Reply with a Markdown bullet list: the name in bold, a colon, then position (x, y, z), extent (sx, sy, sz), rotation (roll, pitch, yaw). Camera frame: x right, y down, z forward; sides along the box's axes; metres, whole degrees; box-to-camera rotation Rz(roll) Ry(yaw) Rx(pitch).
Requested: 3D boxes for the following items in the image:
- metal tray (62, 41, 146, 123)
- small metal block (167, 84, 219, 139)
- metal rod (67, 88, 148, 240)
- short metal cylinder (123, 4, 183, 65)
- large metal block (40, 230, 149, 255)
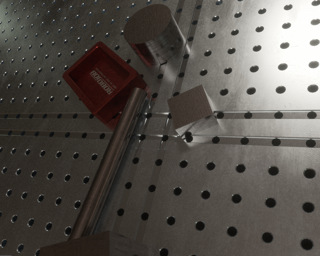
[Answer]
- **metal tray**: position (-0.093, -0.078, 0.499), extent (0.090, 0.030, 0.130), rotation (-44, 51, -3)
- **small metal block**: position (0.042, -0.021, 0.399), extent (0.050, 0.025, 0.050), rotation (-23, 53, 13)
- **metal rod**: position (-0.078, 0.079, 0.398), extent (0.025, 0.025, 0.300), rotation (6, 65, 31)
- **short metal cylinder**: position (-0.010, -0.146, 0.485), extent (0.080, 0.050, 0.080), rotation (-13, 56, 21)
- **large metal block**: position (-0.064, 0.146, 0.315), extent (0.080, 0.080, 0.050), rotation (-19, 55, 17)
